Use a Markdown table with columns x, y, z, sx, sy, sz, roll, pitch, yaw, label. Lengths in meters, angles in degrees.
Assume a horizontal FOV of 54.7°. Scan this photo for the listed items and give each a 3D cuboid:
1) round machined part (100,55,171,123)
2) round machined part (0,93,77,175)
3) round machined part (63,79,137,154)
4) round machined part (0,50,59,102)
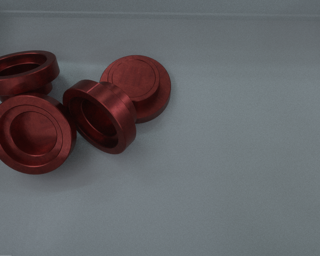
| x | y | z | sx | sy | sz | roll | pitch | yaw | label |
| --- | --- | --- | --- | --- | --- | --- | --- | --- | --- |
| -0.034 | -0.058 | 0.422 | 0.099 | 0.042 | 0.098 | 0 | 70 | 0 | round machined part |
| -0.151 | 0.004 | 0.382 | 0.099 | 0.042 | 0.097 | 0 | 106 | 1 | round machined part |
| -0.068 | -0.018 | 0.380 | 0.098 | 0.097 | 0.042 | 34 | 54 | 11 | round machined part |
| -0.181 | -0.065 | 0.407 | 0.099 | 0.042 | 0.098 | -4 | 34 | 3 | round machined part |
